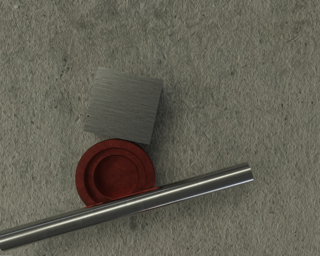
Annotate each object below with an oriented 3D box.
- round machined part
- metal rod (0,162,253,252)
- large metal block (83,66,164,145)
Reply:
[{"bbox_3d":[-0.055,0.062,0.401,0.099,0.042,0.097,0,90,0],"label":"round machined part"},{"bbox_3d":[-0.039,0.093,0.367,0.302,0.025,0.025,-16,90,-1],"label":"metal rod"},{"bbox_3d":[-0.044,-0.026,0.395,0.080,0.050,0.080,12,87,0],"label":"large metal block"}]
